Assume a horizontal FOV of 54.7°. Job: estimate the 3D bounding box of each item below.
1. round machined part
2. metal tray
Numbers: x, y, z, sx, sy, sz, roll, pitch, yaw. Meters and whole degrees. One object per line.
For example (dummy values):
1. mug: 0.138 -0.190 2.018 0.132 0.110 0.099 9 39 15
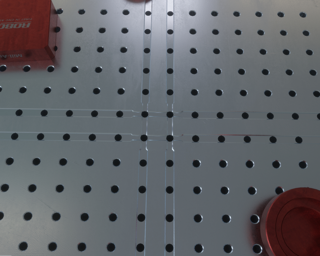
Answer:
1. round machined part: 0.166 0.121 0.360 0.099 0.042 0.098 0 70 0
2. metal tray: -0.225 -0.145 0.460 0.131 0.030 0.090 -3 70 -2
